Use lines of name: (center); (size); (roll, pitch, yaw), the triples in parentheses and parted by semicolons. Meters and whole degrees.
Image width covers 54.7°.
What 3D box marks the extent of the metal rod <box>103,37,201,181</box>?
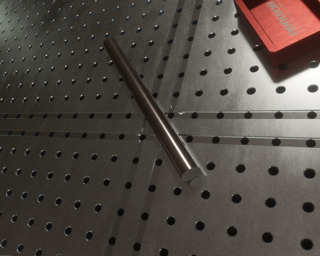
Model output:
metal rod: (-0.026, -0.047, 0.448); (0.025, 0.025, 0.300); (-35, 51, 5)

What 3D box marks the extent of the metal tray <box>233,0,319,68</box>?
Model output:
metal tray: (0.164, -0.149, 0.410); (0.090, 0.030, 0.130); (-25, 53, 12)
